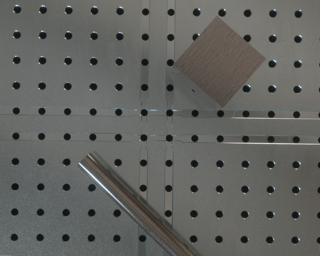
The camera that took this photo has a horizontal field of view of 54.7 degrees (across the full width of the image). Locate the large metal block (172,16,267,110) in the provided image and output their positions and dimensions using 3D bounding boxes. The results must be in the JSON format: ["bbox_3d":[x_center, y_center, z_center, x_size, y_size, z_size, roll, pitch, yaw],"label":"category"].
[{"bbox_3d":[0.073,-0.081,0.401,0.080,0.050,0.080,41,90,0],"label":"large metal block"}]

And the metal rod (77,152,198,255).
[{"bbox_3d":[0.007,0.146,0.413,0.300,0.025,0.025,44,90,0],"label":"metal rod"}]
